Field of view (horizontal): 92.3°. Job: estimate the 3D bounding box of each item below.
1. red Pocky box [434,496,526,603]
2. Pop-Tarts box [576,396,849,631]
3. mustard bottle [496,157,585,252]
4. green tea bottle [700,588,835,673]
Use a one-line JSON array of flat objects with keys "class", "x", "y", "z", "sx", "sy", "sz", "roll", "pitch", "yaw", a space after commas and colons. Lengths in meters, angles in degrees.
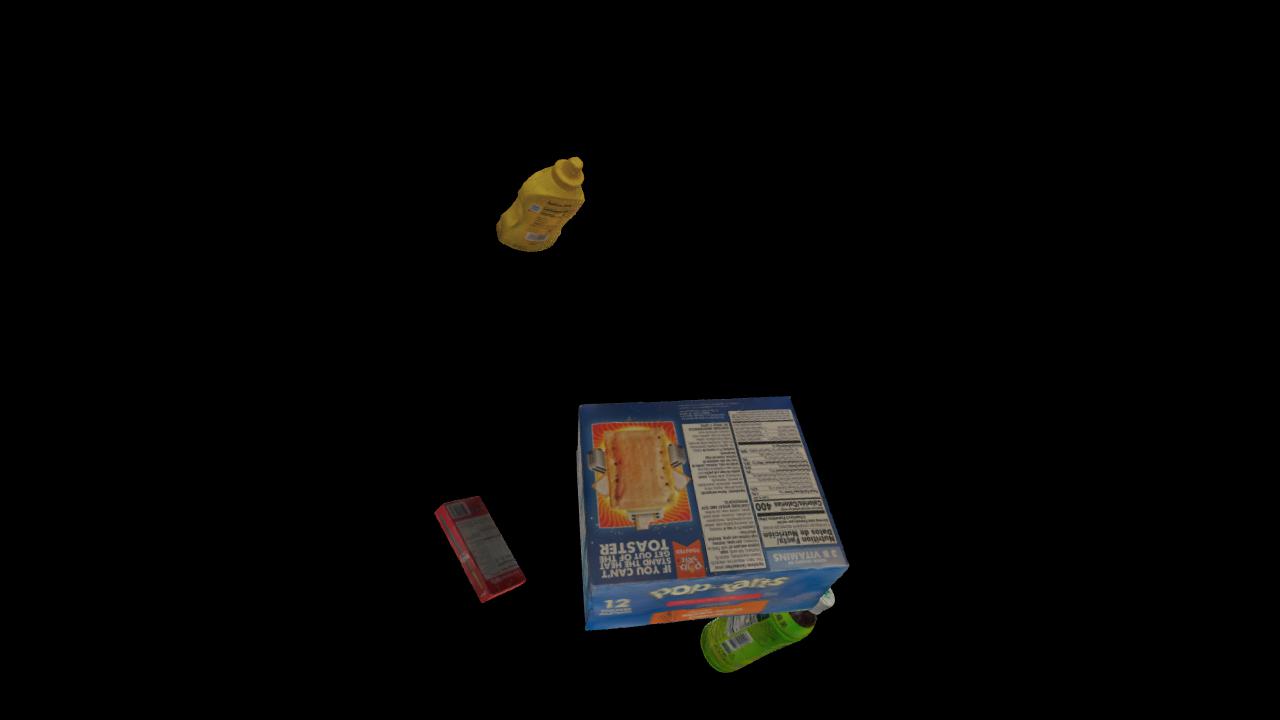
[{"class": "red Pocky box", "x": -0.239, "y": 0.279, "z": 0.920, "sx": 0.028, "sy": 0.155, "sz": 0.083, "roll": -42, "pitch": -20, "yaw": 18}, {"class": "Pop-Tarts box", "x": 0.040, "y": 0.107, "z": 0.451, "sx": 0.167, "sy": 0.141, "sz": 0.083, "roll": -2, "pitch": -42, "yaw": -8}, {"class": "mustard bottle", "x": -0.126, "y": -0.217, "z": 0.846, "sx": 0.092, "sy": 0.054, "sz": 0.184, "roll": 5, "pitch": -24, "yaw": -32}, {"class": "green tea bottle", "x": 0.163, "y": 0.336, "z": 0.786, "sx": 0.073, "sy": 0.073, "sz": 0.212, "roll": 0, "pitch": -35, "yaw": -38}]
